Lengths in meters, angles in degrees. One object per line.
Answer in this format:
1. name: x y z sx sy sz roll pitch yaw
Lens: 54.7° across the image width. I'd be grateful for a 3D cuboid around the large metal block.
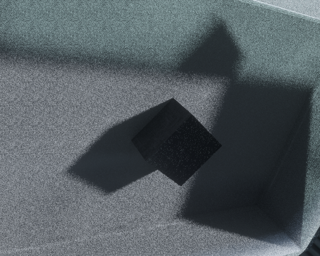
1. large metal block: 0.023 0.020 0.420 0.080 0.050 0.080 -46 130 3
